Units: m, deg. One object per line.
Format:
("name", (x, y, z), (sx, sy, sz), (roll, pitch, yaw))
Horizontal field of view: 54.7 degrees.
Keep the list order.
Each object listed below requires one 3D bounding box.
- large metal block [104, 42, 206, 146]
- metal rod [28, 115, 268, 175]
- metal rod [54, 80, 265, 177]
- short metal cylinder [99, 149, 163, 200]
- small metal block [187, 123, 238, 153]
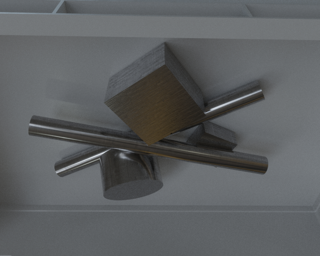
("large metal block", (-0.004, -0.037, 0.359), (0.080, 0.050, 0.080), (-29, 125, 22))
("metal rod", (-0.007, 0.024, 0.394), (0.302, 0.025, 0.025), (10, 129, -9))
("metal rod", (-0.013, 0.008, 0.413), (0.300, 0.025, 0.025), (-22, 127, 17))
("short metal cylinder", (-0.040, 0.062, 0.425), (0.081, 0.050, 0.080), (-10, 153, -5))
("small metal block", (0.069, 0.023, 0.425), (0.050, 0.025, 0.050), (21, 127, -17))
